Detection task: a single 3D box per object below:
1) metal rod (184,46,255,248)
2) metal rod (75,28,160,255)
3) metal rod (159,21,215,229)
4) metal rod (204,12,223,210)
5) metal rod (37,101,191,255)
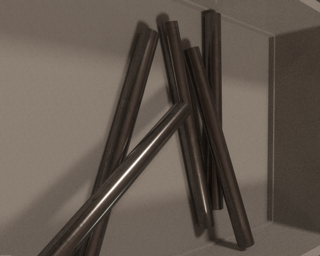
[{"bbox_3d":[0.086,0.030,0.453,0.025,0.025,0.298,-19,94,-39],"label":"metal rod"},{"bbox_3d":[-0.049,0.020,0.366,0.025,0.025,0.299,24,75,-38],"label":"metal rod"},{"bbox_3d":[0.041,0.002,0.443,0.025,0.025,0.298,-20,103,-39],"label":"metal rod"},{"bbox_3d":[0.083,-0.025,0.478,0.025,0.025,0.298,-2,91,-40],"label":"metal rod"},{"bbox_3d":[-0.054,0.069,0.327,0.301,0.025,0.025,-49,119,-33],"label":"metal rod"}]
